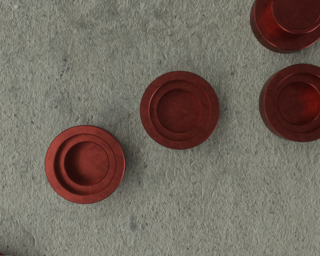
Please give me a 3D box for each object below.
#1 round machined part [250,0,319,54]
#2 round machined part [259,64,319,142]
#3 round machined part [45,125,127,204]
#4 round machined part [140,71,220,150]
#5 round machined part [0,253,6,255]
[{"bbox_3d":[0.172,-0.150,0.402,0.099,0.042,0.097,0,90,0],"label":"round machined part"},{"bbox_3d":[0.177,-0.031,0.403,0.099,0.042,0.097,0,90,0],"label":"round machined part"},{"bbox_3d":[-0.092,0.045,0.401,0.099,0.042,0.097,0,90,0],"label":"round machined part"},{"bbox_3d":[0.024,-0.022,0.401,0.099,0.042,0.097,0,90,0],"label":"round machined part"},{"bbox_3d":[-0.227,0.204,0.400,0.099,0.042,0.097,0,90,0],"label":"round machined part"}]
